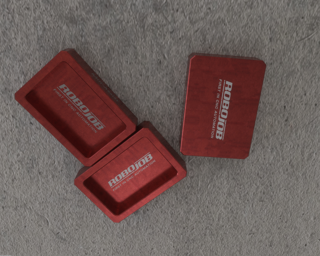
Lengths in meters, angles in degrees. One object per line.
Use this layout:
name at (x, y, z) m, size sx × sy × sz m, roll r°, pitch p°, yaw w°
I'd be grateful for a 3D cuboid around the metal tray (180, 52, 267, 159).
metal tray at (0.076, -0.027, 0.398) m, size 0.091 × 0.030 × 0.129 m, roll 4°, pitch 110°, yaw -2°

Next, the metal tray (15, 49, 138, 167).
metal tray at (-0.103, -0.024, 0.397) m, size 0.090 × 0.030 × 0.130 m, roll -38°, pitch 106°, yaw 13°

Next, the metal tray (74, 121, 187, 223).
metal tray at (-0.040, 0.063, 0.429) m, size 0.130 × 0.030 × 0.090 m, roll -37°, pitch 106°, yaw 12°
